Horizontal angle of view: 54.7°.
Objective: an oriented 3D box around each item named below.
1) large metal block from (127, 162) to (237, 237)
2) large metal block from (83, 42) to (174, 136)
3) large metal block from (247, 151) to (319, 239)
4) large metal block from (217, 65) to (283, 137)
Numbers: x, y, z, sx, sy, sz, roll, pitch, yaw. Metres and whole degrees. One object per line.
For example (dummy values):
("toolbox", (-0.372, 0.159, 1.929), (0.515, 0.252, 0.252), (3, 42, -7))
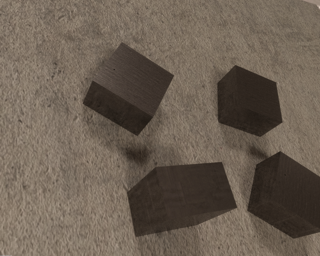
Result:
("large metal block", (0.020, 0.077, 0.334), (0.081, 0.080, 0.050), (0, 62, -29))
("large metal block", (-0.039, -0.050, 0.399), (0.080, 0.050, 0.080), (31, 51, -8))
("large metal block", (0.176, 0.093, 0.429), (0.080, 0.050, 0.080), (32, 51, -8))
("large metal block", (0.140, -0.042, 0.491), (0.081, 0.050, 0.080), (18, 55, -18))
